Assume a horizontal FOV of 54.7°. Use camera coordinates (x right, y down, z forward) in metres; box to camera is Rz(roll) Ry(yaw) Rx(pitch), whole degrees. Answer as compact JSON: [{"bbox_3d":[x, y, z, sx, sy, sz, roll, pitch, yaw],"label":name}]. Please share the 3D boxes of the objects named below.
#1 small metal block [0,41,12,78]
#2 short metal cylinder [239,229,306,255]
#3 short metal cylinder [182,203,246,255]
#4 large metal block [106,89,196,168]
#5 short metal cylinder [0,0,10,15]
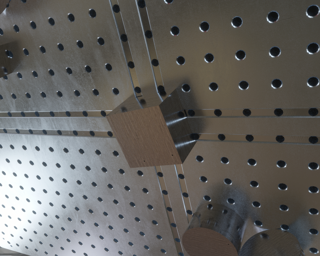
[{"bbox_3d":[-0.263,-0.111,0.481,0.050,0.025,0.050,20,126,16],"label":"small metal block"},{"bbox_3d":[0.152,0.181,0.407,0.080,0.080,0.050,-18,109,35],"label":"short metal cylinder"},{"bbox_3d":[0.079,0.157,0.450,0.080,0.050,0.079,13,124,21],"label":"short metal cylinder"},{"bbox_3d":[-0.010,0.002,0.402,0.080,0.050,0.080,-9,114,32],"label":"large metal block"},{"bbox_3d":[-0.246,-0.172,0.399,0.080,0.080,0.050,-32,100,38],"label":"short metal cylinder"}]
